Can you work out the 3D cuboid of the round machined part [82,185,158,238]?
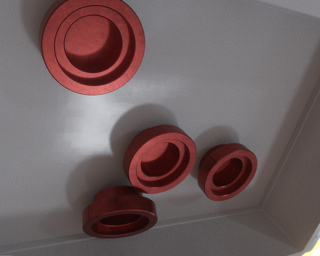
[{"bbox_3d":[-0.055,0.112,0.421,0.099,0.042,0.097,-8,143,-5],"label":"round machined part"}]

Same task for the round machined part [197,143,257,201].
[{"bbox_3d":[0.102,0.065,0.493,0.099,0.042,0.097,-14,124,-21],"label":"round machined part"}]

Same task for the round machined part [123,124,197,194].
[{"bbox_3d":[-0.004,0.038,0.419,0.099,0.042,0.097,-14,124,-21],"label":"round machined part"}]

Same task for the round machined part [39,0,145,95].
[{"bbox_3d":[-0.068,-0.085,0.308,0.099,0.042,0.097,-14,124,-21],"label":"round machined part"}]
